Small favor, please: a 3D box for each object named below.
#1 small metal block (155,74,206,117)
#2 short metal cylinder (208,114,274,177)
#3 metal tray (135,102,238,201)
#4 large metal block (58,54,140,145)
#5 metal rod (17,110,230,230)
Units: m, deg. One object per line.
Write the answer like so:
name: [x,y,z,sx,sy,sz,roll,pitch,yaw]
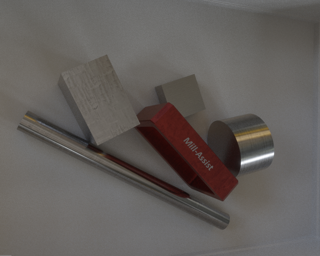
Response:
small metal block: [0.028,-0.040,0.419,0.050,0.025,0.050,-21,97,-19]
short metal cylinder: [0.107,0.024,0.421,0.050,0.080,0.079,-12,95,-19]
metal tray: [0.027,0.029,0.385,0.030,0.090,0.130,-46,105,-15]
large metal block: [-0.073,-0.029,0.353,0.050,0.080,0.080,-28,100,-18]
metal rod: [-0.032,0.062,0.398,0.301,0.025,0.025,30,80,-18]
